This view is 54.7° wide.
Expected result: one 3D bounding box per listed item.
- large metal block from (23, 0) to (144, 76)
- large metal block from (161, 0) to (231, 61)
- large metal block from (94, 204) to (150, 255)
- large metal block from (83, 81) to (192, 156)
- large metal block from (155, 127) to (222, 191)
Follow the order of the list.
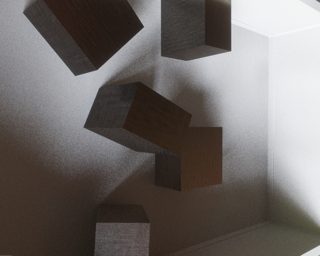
[{"bbox_3d":[-0.077,-0.114,0.327,0.080,0.050,0.080,-51,121,-28],"label":"large metal block"},{"bbox_3d":[0.046,-0.138,0.412,0.050,0.080,0.079,0,91,-40],"label":"large metal block"},{"bbox_3d":[-0.042,0.130,0.328,0.050,0.080,0.080,3,88,-9],"label":"large metal block"},{"bbox_3d":[-0.025,-0.008,0.351,0.080,0.080,0.050,29,72,-37],"label":"large metal block"},{"bbox_3d":[0.040,0.038,0.427,0.081,0.050,0.079,0,90,-40],"label":"large metal block"}]
